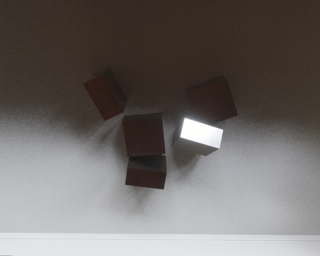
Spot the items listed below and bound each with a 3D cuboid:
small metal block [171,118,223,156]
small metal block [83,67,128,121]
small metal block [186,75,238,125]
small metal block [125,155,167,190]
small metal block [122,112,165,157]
[{"bbox_3d":[0.047,0.013,0.401,0.050,0.050,0.025,17,72,-6],"label":"small metal block"},{"bbox_3d":[-0.065,-0.043,0.381,0.025,0.050,0.050,-25,108,9],"label":"small metal block"},{"bbox_3d":[0.067,-0.034,0.399,0.050,0.025,0.050,-20,109,7],"label":"small metal block"},{"bbox_3d":[-0.018,0.056,0.418,0.050,0.050,0.025,8,110,-3],"label":"small metal block"},{"bbox_3d":[-0.020,0.009,0.414,0.050,0.025,0.050,-5,110,2],"label":"small metal block"}]
